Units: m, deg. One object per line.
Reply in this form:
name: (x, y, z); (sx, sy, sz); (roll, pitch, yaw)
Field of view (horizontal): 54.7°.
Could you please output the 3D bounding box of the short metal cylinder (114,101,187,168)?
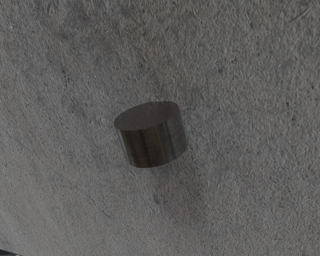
short metal cylinder: (-0.011, 0.006, 0.381); (0.080, 0.080, 0.050); (-1, 118, 28)
